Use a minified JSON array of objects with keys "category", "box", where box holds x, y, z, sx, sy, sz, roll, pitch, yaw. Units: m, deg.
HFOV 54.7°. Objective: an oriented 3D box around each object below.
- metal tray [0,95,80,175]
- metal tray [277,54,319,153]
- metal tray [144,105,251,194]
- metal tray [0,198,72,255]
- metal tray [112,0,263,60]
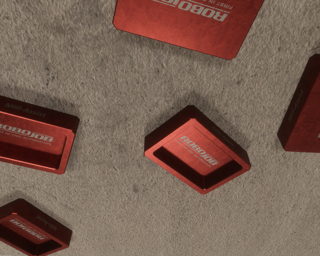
[{"category":"metal tray","box":[-0.182,0.010,0.409,0.131,0.030,0.089,16,128,-14]},{"category":"metal tray","box":[0.213,-0.025,0.386,0.091,0.030,0.129,3,130,-3]},{"category":"metal tray","box":[0.053,0.036,0.435,0.090,0.030,0.130,-37,122,26]},{"category":"metal tray","box":[-0.236,0.185,0.557,0.090,0.030,0.130,-26,126,20]},{"category":"metal tray","box":[0.028,-0.126,0.297,0.131,0.030,0.089,12,129,-11]}]
